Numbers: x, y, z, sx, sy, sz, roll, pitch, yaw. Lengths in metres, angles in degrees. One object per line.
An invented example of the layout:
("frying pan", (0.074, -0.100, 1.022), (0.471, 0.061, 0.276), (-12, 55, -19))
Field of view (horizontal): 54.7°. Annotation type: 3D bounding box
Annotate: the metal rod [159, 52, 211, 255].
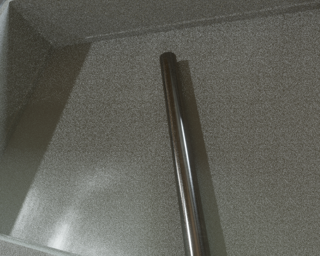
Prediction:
("metal rod", (0.026, 0.020, 0.379), (0.025, 0.025, 0.299), (-18, 55, 17))
